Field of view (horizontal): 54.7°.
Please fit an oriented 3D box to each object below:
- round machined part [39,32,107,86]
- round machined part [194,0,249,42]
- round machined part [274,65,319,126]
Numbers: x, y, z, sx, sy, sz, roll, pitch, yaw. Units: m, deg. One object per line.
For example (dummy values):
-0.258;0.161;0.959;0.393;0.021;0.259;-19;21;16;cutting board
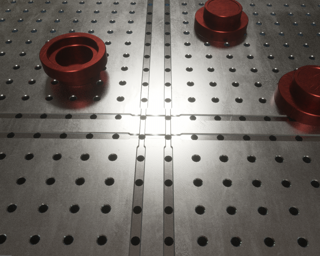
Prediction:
-0.131;-0.103;0.482;0.099;0.042;0.098;0;50;0;round machined part
0.114;-0.205;0.570;0.099;0.042;0.098;0;50;0;round machined part
0.220;-0.053;0.444;0.099;0.042;0.098;0;50;0;round machined part
